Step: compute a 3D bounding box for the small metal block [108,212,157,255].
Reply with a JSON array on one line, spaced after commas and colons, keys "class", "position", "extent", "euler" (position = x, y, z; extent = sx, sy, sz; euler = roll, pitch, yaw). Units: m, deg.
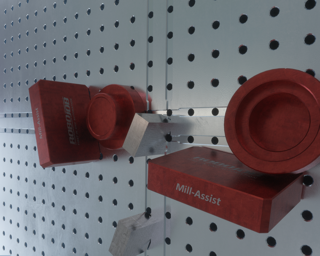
[{"class": "small metal block", "position": [-0.037, 0.148, 0.424], "extent": [0.025, 0.050, 0.050], "euler": [30, 109, 36]}]

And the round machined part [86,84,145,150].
[{"class": "round machined part", "position": [-0.072, -0.016, 0.458], "extent": [0.098, 0.042, 0.097], "euler": [0, 90, 40]}]

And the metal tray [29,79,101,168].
[{"class": "metal tray", "position": [-0.149, -0.007, 0.490], "extent": [0.030, 0.091, 0.129], "euler": [-21, 77, 38]}]

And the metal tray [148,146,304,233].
[{"class": "metal tray", "position": [0.063, 0.053, 0.312], "extent": [0.130, 0.091, 0.030], "euler": [12, 106, 39]}]

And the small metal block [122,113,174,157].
[{"class": "small metal block", "position": [-0.015, 0.009, 0.406], "extent": [0.025, 0.050, 0.050], "euler": [36, 112, 34]}]

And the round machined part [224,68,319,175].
[{"class": "round machined part", "position": [0.115, -0.004, 0.295], "extent": [0.098, 0.042, 0.098], "euler": [-10, 73, 35]}]
